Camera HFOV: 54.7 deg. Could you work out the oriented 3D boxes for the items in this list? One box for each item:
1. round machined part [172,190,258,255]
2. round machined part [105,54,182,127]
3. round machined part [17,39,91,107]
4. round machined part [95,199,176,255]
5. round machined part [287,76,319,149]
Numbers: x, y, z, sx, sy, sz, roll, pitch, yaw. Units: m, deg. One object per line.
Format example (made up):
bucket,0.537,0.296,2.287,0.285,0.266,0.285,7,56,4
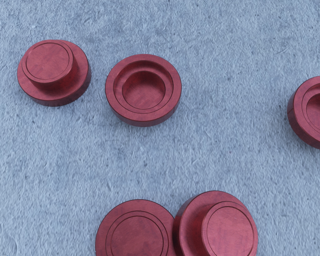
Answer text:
round machined part,0.067,0.117,0.340,0.099,0.042,0.098,8,67,-19
round machined part,-0.021,-0.046,0.416,0.099,0.042,0.098,0,70,0
round machined part,-0.148,-0.082,0.428,0.099,0.042,0.098,0,70,0
round machined part,-0.025,0.130,0.351,0.099,0.042,0.098,0,70,0
round machined part,0.216,-0.016,0.406,0.099,0.042,0.098,0,70,0
